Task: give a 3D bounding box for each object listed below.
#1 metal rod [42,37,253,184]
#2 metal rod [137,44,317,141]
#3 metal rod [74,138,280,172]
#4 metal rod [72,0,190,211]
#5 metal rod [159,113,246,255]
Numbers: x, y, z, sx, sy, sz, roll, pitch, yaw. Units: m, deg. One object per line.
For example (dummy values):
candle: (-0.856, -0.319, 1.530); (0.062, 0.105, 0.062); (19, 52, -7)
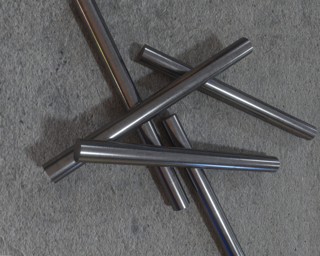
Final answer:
metal rod: (-0.002, -0.031, 0.380); (0.301, 0.025, 0.025); (-34, 101, -17)
metal rod: (0.109, -0.044, 0.448); (0.302, 0.025, 0.025); (22, 83, -19)
metal rod: (0.044, 0.039, 0.395); (0.302, 0.025, 0.025); (7, 88, -31)
metal rod: (-0.034, -0.029, 0.396); (0.025, 0.025, 0.299); (-28, 99, -18)
metal rod: (0.076, 0.118, 0.437); (0.025, 0.025, 0.299); (-30, 100, -18)
